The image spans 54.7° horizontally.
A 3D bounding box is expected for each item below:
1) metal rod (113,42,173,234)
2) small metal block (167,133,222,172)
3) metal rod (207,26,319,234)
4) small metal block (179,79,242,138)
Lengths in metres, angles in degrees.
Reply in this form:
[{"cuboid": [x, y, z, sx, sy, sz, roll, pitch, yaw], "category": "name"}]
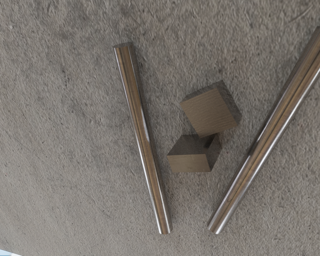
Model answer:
[{"cuboid": [-0.018, 0.032, 0.434, 0.025, 0.025, 0.298, 3, 120, 26], "category": "metal rod"}, {"cuboid": [0.044, 0.030, 0.385, 0.050, 0.050, 0.025, -5, 116, 30], "category": "small metal block"}, {"cuboid": [0.116, 0.029, 0.363, 0.025, 0.025, 0.298, 26, 127, 12], "category": "metal rod"}, {"cuboid": [0.060, -0.021, 0.361, 0.050, 0.025, 0.050, -22, 107, 35], "category": "small metal block"}]
